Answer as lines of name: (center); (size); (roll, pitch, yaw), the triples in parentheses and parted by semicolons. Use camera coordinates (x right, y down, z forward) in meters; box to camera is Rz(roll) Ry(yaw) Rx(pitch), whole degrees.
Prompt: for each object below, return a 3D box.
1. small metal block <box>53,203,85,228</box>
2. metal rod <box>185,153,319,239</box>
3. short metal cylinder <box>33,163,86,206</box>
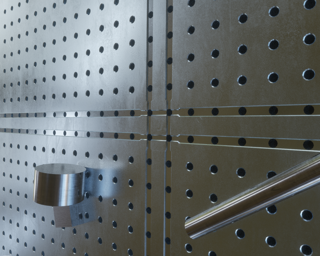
small metal block: (-0.161, 0.146, 0.543); (0.050, 0.025, 0.050); (-17, 79, 38)
metal rod: (0.138, 0.046, 0.295); (0.299, 0.025, 0.025); (-38, 67, 33)
short metal cylinder: (-0.164, 0.091, 0.509); (0.080, 0.081, 0.050); (9, 96, 39)
